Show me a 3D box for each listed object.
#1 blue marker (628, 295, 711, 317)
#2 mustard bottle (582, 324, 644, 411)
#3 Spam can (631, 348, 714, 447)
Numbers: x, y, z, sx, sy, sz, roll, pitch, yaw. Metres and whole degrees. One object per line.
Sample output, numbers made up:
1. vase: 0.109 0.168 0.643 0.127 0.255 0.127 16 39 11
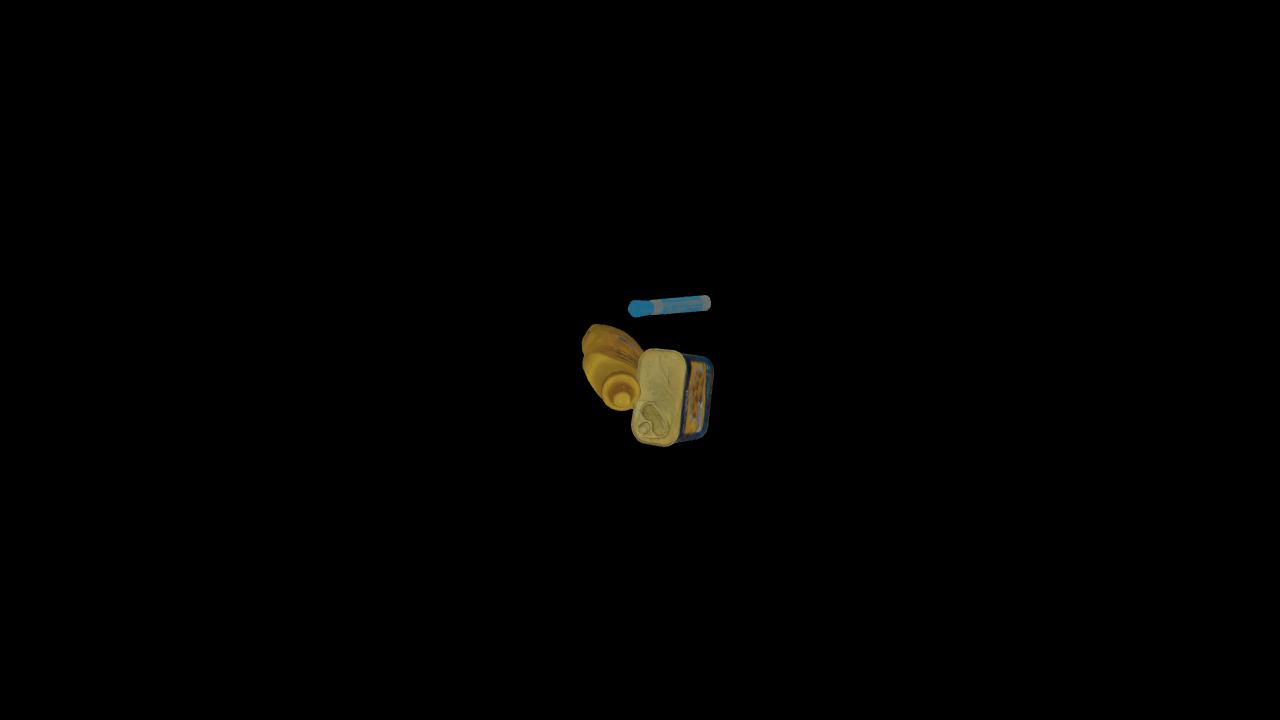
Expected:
1. blue marker: 0.034 -0.061 0.697 0.121 0.020 0.020 -9 6 -42
2. mustard bottle: -0.025 0.013 0.713 0.092 0.054 0.184 39 11 -15
3. Spam can: 0.039 0.040 0.674 0.058 0.101 0.085 8 2 29
